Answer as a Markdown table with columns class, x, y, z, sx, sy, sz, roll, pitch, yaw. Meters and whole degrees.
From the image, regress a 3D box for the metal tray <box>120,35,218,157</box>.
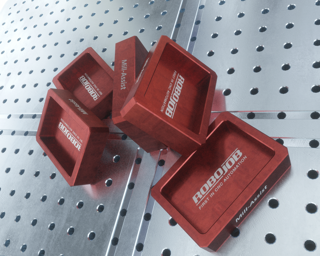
| class | x | y | z | sx | sy | sz | roll | pitch | yaw |
| --- | --- | --- | --- | --- | --- | --- | --- | --- | --- |
| metal tray | 0.017 | -0.042 | 0.361 | 0.030 | 0.090 | 0.130 | -42 | 22 | 43 |

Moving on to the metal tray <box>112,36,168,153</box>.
| class | x | y | z | sx | sy | sz | roll | pitch | yaw |
| --- | --- | --- | --- | --- | --- | --- | --- | --- | --- |
| metal tray | -0.024 | -0.044 | 0.406 | 0.030 | 0.090 | 0.130 | -17 | 55 | 20 |

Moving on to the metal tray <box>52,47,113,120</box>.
| class | x | y | z | sx | sy | sz | roll | pitch | yaw |
| --- | --- | --- | --- | --- | --- | --- | --- | --- | --- |
| metal tray | -0.116 | -0.070 | 0.509 | 0.090 | 0.030 | 0.130 | -42 | 51 | -1 |

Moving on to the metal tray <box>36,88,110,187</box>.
| class | x | y | z | sx | sy | sz | roll | pitch | yaw |
| --- | --- | --- | --- | --- | --- | --- | --- | --- | --- |
| metal tray | -0.129 | 0.010 | 0.440 | 0.130 | 0.030 | 0.089 | 37 | 114 | 38 |

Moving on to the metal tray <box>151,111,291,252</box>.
| class | x | y | z | sx | sy | sz | roll | pitch | yaw |
| --- | --- | --- | --- | --- | --- | --- | --- | --- | --- |
| metal tray | 0.064 | 0.054 | 0.338 | 0.130 | 0.030 | 0.090 | -47 | 51 | -5 |
